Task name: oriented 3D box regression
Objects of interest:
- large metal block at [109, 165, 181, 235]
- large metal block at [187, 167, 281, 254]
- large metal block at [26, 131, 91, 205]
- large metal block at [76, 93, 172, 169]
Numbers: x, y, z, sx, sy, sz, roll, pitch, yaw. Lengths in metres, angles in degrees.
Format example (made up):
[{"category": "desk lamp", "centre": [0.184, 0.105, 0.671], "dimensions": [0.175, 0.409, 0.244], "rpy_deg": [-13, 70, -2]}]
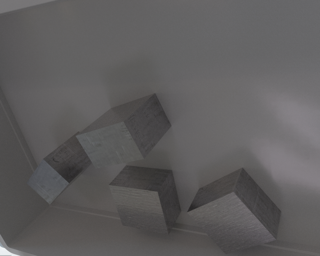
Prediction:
[{"category": "large metal block", "centre": [-0.021, 0.107, 0.470], "dimensions": [0.080, 0.050, 0.080], "rpy_deg": [2, 119, 27]}, {"category": "large metal block", "centre": [0.098, 0.111, 0.410], "dimensions": [0.080, 0.050, 0.080], "rpy_deg": [48, 129, -6]}, {"category": "large metal block", "centre": [-0.152, 0.063, 0.492], "dimensions": [0.050, 0.080, 0.080], "rpy_deg": [44, 129, -3]}, {"category": "large metal block", "centre": [-0.044, 0.003, 0.399], "dimensions": [0.080, 0.080, 0.050], "rpy_deg": [-15, 111, 34]}]
